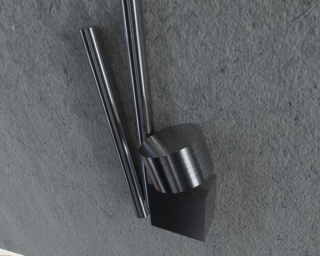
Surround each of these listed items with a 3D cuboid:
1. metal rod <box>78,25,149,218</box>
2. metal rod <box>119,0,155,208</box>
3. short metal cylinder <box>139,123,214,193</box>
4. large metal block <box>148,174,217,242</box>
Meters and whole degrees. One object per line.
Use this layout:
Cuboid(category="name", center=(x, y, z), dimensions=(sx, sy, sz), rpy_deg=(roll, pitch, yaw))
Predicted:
Cuboid(category="metal rod", center=(-0.058, 0.008, 0.442), dimensions=(0.025, 0.025, 0.298), rpy_deg=(1, 119, 27))
Cuboid(category="metal rod", center=(-0.021, -0.012, 0.410), dimensions=(0.025, 0.025, 0.298), rpy_deg=(9, 123, 23))
Cuboid(category="short metal cylinder", center=(0.021, 0.035, 0.382), dimensions=(0.080, 0.080, 0.050), rpy_deg=(-9, 114, 32))
Cuboid(category="large metal block", center=(0.032, 0.103, 0.438), dimensions=(0.080, 0.050, 0.079), rpy_deg=(11, 123, 22))
